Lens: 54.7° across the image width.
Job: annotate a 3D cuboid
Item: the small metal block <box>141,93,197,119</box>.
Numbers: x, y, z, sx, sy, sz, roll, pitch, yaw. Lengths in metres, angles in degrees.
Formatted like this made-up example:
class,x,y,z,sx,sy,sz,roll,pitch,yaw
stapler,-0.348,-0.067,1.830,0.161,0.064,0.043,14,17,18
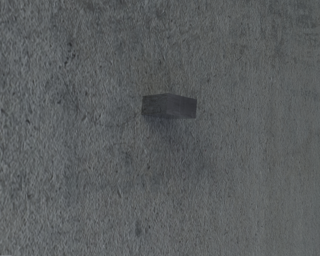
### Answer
class,x,y,z,sx,sy,sz,roll,pitch,yaw
small metal block,0.012,-0.027,0.401,0.050,0.050,0.025,7,86,-40
